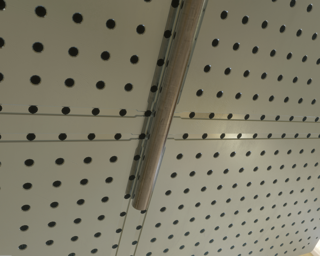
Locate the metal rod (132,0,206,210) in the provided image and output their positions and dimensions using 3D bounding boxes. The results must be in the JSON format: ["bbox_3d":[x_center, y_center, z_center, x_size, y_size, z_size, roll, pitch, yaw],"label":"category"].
[{"bbox_3d":[0.005,-0.015,0.404,0.025,0.025,0.298,0,118,-29],"label":"metal rod"}]
